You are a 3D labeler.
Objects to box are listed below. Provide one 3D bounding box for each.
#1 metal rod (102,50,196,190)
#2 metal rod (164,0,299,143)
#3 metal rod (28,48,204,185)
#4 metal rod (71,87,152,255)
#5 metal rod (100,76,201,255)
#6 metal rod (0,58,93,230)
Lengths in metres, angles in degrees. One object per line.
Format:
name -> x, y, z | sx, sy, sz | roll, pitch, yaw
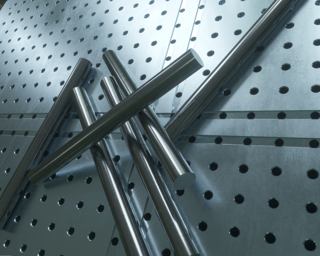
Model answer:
metal rod -> -0.030, -0.034, 0.422 | 0.025, 0.025, 0.300 | -36, 44, 4
metal rod -> 0.098, -0.090, 0.412 | 0.300, 0.025, 0.025 | -49, 51, -6
metal rod -> -0.073, -0.002, 0.403 | 0.299, 0.025, 0.025 | -34, 50, 24
metal rod -> -0.078, 0.043, 0.423 | 0.025, 0.025, 0.300 | -34, 51, 6
metal rod -> -0.027, 0.030, 0.405 | 0.025, 0.025, 0.300 | -34, 51, 6
metal rod -> -0.186, 0.013, 0.499 | 0.025, 0.025, 0.300 | 10, 66, 32
